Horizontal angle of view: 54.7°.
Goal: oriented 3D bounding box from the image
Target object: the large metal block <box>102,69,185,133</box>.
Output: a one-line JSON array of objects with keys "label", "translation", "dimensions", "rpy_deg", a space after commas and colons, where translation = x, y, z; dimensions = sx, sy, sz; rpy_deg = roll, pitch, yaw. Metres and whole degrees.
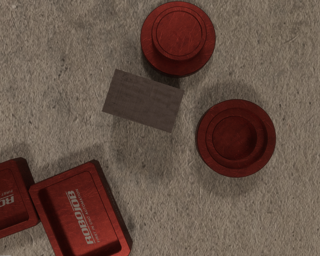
[{"label": "large metal block", "translation": [-0.019, -0.030, 0.382], "dimensions": [0.080, 0.080, 0.050], "rpy_deg": [18, 90, -1]}]

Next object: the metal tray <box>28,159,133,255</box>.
[{"label": "metal tray", "translation": [-0.102, 0.117, 0.406], "dimensions": [0.090, 0.030, 0.129], "rpy_deg": [-23, 90, -1]}]

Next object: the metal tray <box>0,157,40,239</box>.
[{"label": "metal tray", "translation": [-0.229, 0.102, 0.404], "dimensions": [0.131, 0.030, 0.090], "rpy_deg": [-20, 90, -1]}]

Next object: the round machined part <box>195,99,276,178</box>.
[{"label": "round machined part", "translation": [0.094, 0.013, 0.403], "dimensions": [0.099, 0.042, 0.097], "rpy_deg": [0, 90, -1]}]

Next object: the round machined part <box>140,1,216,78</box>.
[{"label": "round machined part", "translation": [0.023, -0.117, 0.402], "dimensions": [0.099, 0.042, 0.097], "rpy_deg": [0, 90, -1]}]
